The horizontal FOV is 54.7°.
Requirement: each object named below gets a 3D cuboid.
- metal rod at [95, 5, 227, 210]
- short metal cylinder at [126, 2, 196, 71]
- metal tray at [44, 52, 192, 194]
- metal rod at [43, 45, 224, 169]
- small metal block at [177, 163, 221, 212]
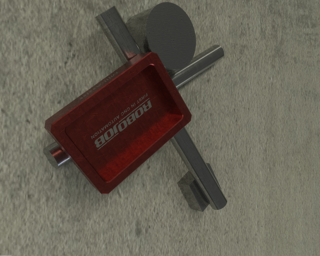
[{"bbox_3d":[0.014,-0.007,0.388,0.025,0.025,0.299,-47,118,-30],"label":"metal rod"},{"bbox_3d":[-0.001,-0.110,0.390,0.081,0.050,0.079,0,90,-40],"label":"short metal cylinder"},{"bbox_3d":[-0.037,-0.007,0.323,0.131,0.030,0.090,-41,115,-20],"label":"metal tray"},{"bbox_3d":[-0.011,-0.044,0.399,0.302,0.025,0.025,-37,113,-34],"label":"metal rod"},{"bbox_3d":[0.059,0.086,0.458,0.050,0.025,0.050,-41,115,-32],"label":"small metal block"}]
